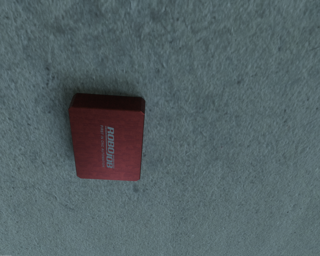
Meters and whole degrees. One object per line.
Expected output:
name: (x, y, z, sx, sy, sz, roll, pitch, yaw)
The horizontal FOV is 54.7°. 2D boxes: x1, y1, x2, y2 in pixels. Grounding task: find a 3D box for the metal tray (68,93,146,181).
metal tray: (-0.069, 0.017, 0.418, 0.091, 0.030, 0.129, 3, 130, -4)
